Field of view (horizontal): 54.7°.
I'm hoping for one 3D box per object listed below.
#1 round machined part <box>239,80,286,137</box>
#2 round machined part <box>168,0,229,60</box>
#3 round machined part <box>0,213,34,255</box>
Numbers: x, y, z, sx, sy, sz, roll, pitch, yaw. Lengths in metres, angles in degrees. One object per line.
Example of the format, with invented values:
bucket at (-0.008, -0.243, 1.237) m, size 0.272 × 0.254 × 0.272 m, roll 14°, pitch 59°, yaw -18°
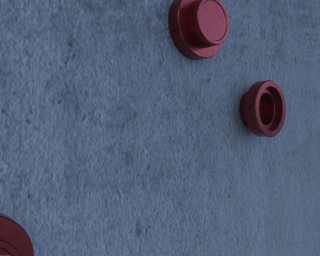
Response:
round machined part at (0.177, -0.033, 0.546) m, size 0.099 × 0.042 × 0.097 m, roll 0°, pitch 90°, yaw -40°
round machined part at (0.062, -0.151, 0.448) m, size 0.099 × 0.042 × 0.097 m, roll 0°, pitch 90°, yaw -40°
round machined part at (-0.157, 0.123, 0.263) m, size 0.099 × 0.042 × 0.097 m, roll 0°, pitch 90°, yaw -40°
